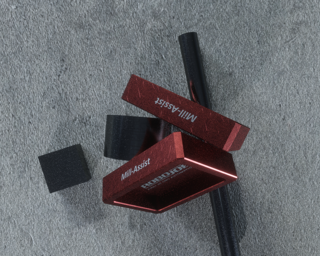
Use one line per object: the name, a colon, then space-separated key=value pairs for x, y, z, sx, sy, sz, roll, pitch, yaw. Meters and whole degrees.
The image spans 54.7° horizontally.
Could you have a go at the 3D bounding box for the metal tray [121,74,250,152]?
metal tray: x=0.032 y=-0.016 z=0.355 sx=0.130 sy=0.090 sz=0.030 roll=27 pitch=97 yaw=21

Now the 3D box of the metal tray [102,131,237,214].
metal tray: x=0.007 y=0.057 z=0.349 sx=0.090 sy=0.130 sz=0.030 roll=23 pitch=47 yaw=-37

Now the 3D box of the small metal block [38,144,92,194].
small metal block: x=-0.125 y=0.052 z=0.408 sx=0.050 sy=0.025 sz=0.050 roll=-18 pitch=90 yaw=-1

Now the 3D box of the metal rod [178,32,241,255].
metal rod: x=0.066 y=0.023 z=0.410 sx=0.025 sy=0.025 sz=0.298 roll=-11 pitch=90 yaw=0

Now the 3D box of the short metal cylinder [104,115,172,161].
short metal cylinder: x=-0.027 y=0.012 z=0.382 sx=0.081 sy=0.080 sz=0.050 roll=4 pitch=90 yaw=-1
